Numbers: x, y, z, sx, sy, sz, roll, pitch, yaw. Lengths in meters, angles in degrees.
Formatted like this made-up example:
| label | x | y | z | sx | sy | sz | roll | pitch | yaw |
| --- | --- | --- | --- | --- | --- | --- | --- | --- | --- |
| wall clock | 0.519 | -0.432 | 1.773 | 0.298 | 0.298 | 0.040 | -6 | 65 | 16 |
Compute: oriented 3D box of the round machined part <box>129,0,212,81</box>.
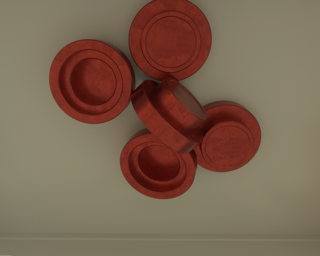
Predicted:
| label | x | y | z | sx | sy | sz | roll | pitch | yaw |
| --- | --- | --- | --- | --- | --- | --- | --- | --- | --- |
| round machined part | 0.012 | -0.102 | 0.365 | 0.099 | 0.042 | 0.097 | 0 | 110 | -1 |

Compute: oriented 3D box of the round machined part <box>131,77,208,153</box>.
| label | x | y | z | sx | sy | sz | roll | pitch | yaw |
| --- | --- | --- | --- | --- | --- | --- | --- | --- | --- |
| round machined part | 0.017 | -0.021 | 0.361 | 0.098 | 0.098 | 0.042 | 41 | 112 | -14 |

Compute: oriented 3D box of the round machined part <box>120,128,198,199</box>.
| label | x | y | z | sx | sy | sz | roll | pitch | yaw |
| --- | --- | --- | --- | --- | --- | --- | --- | --- | --- |
| round machined part | 0.001 | 0.042 | 0.409 | 0.098 | 0.042 | 0.097 | 6 | 117 | 12 |

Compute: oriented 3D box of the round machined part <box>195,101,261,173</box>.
| label | x | y | z | sx | sy | sz | roll | pitch | yaw |
| --- | --- | --- | --- | --- | --- | --- | --- | --- | --- |
| round machined part | 0.085 | 0.016 | 0.410 | 0.099 | 0.042 | 0.097 | 0 | 110 | -1 |

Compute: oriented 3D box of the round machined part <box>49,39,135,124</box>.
| label | x | y | z | sx | sy | sz | roll | pitch | yaw |
| --- | --- | --- | --- | --- | --- | --- | --- | --- | --- |
| round machined part | -0.078 | -0.057 | 0.375 | 0.099 | 0.042 | 0.097 | 2 | 106 | 6 |
